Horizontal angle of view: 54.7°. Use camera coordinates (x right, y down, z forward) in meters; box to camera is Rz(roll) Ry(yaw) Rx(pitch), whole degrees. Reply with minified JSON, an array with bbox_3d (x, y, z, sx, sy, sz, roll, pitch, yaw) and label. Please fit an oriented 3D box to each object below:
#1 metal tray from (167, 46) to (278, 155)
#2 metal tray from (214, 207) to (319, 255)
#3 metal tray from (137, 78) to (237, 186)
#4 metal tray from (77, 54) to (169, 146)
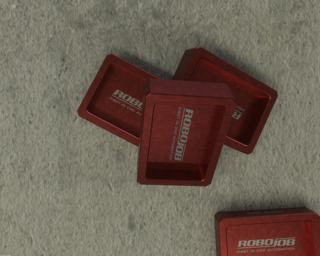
[{"bbox_3d":[0.075,-0.031,0.386,0.131,0.030,0.090,24,90,-21],"label":"metal tray"},{"bbox_3d":[0.142,0.156,0.409,0.131,0.030,0.089,-3,90,-1],"label":"metal tray"},{"bbox_3d":[0.023,0.011,0.348,0.091,0.030,0.129,3,128,-7],"label":"metal tray"},{"bbox_3d":[-0.028,-0.027,0.407,0.130,0.030,0.090,28,90,-1],"label":"metal tray"}]
